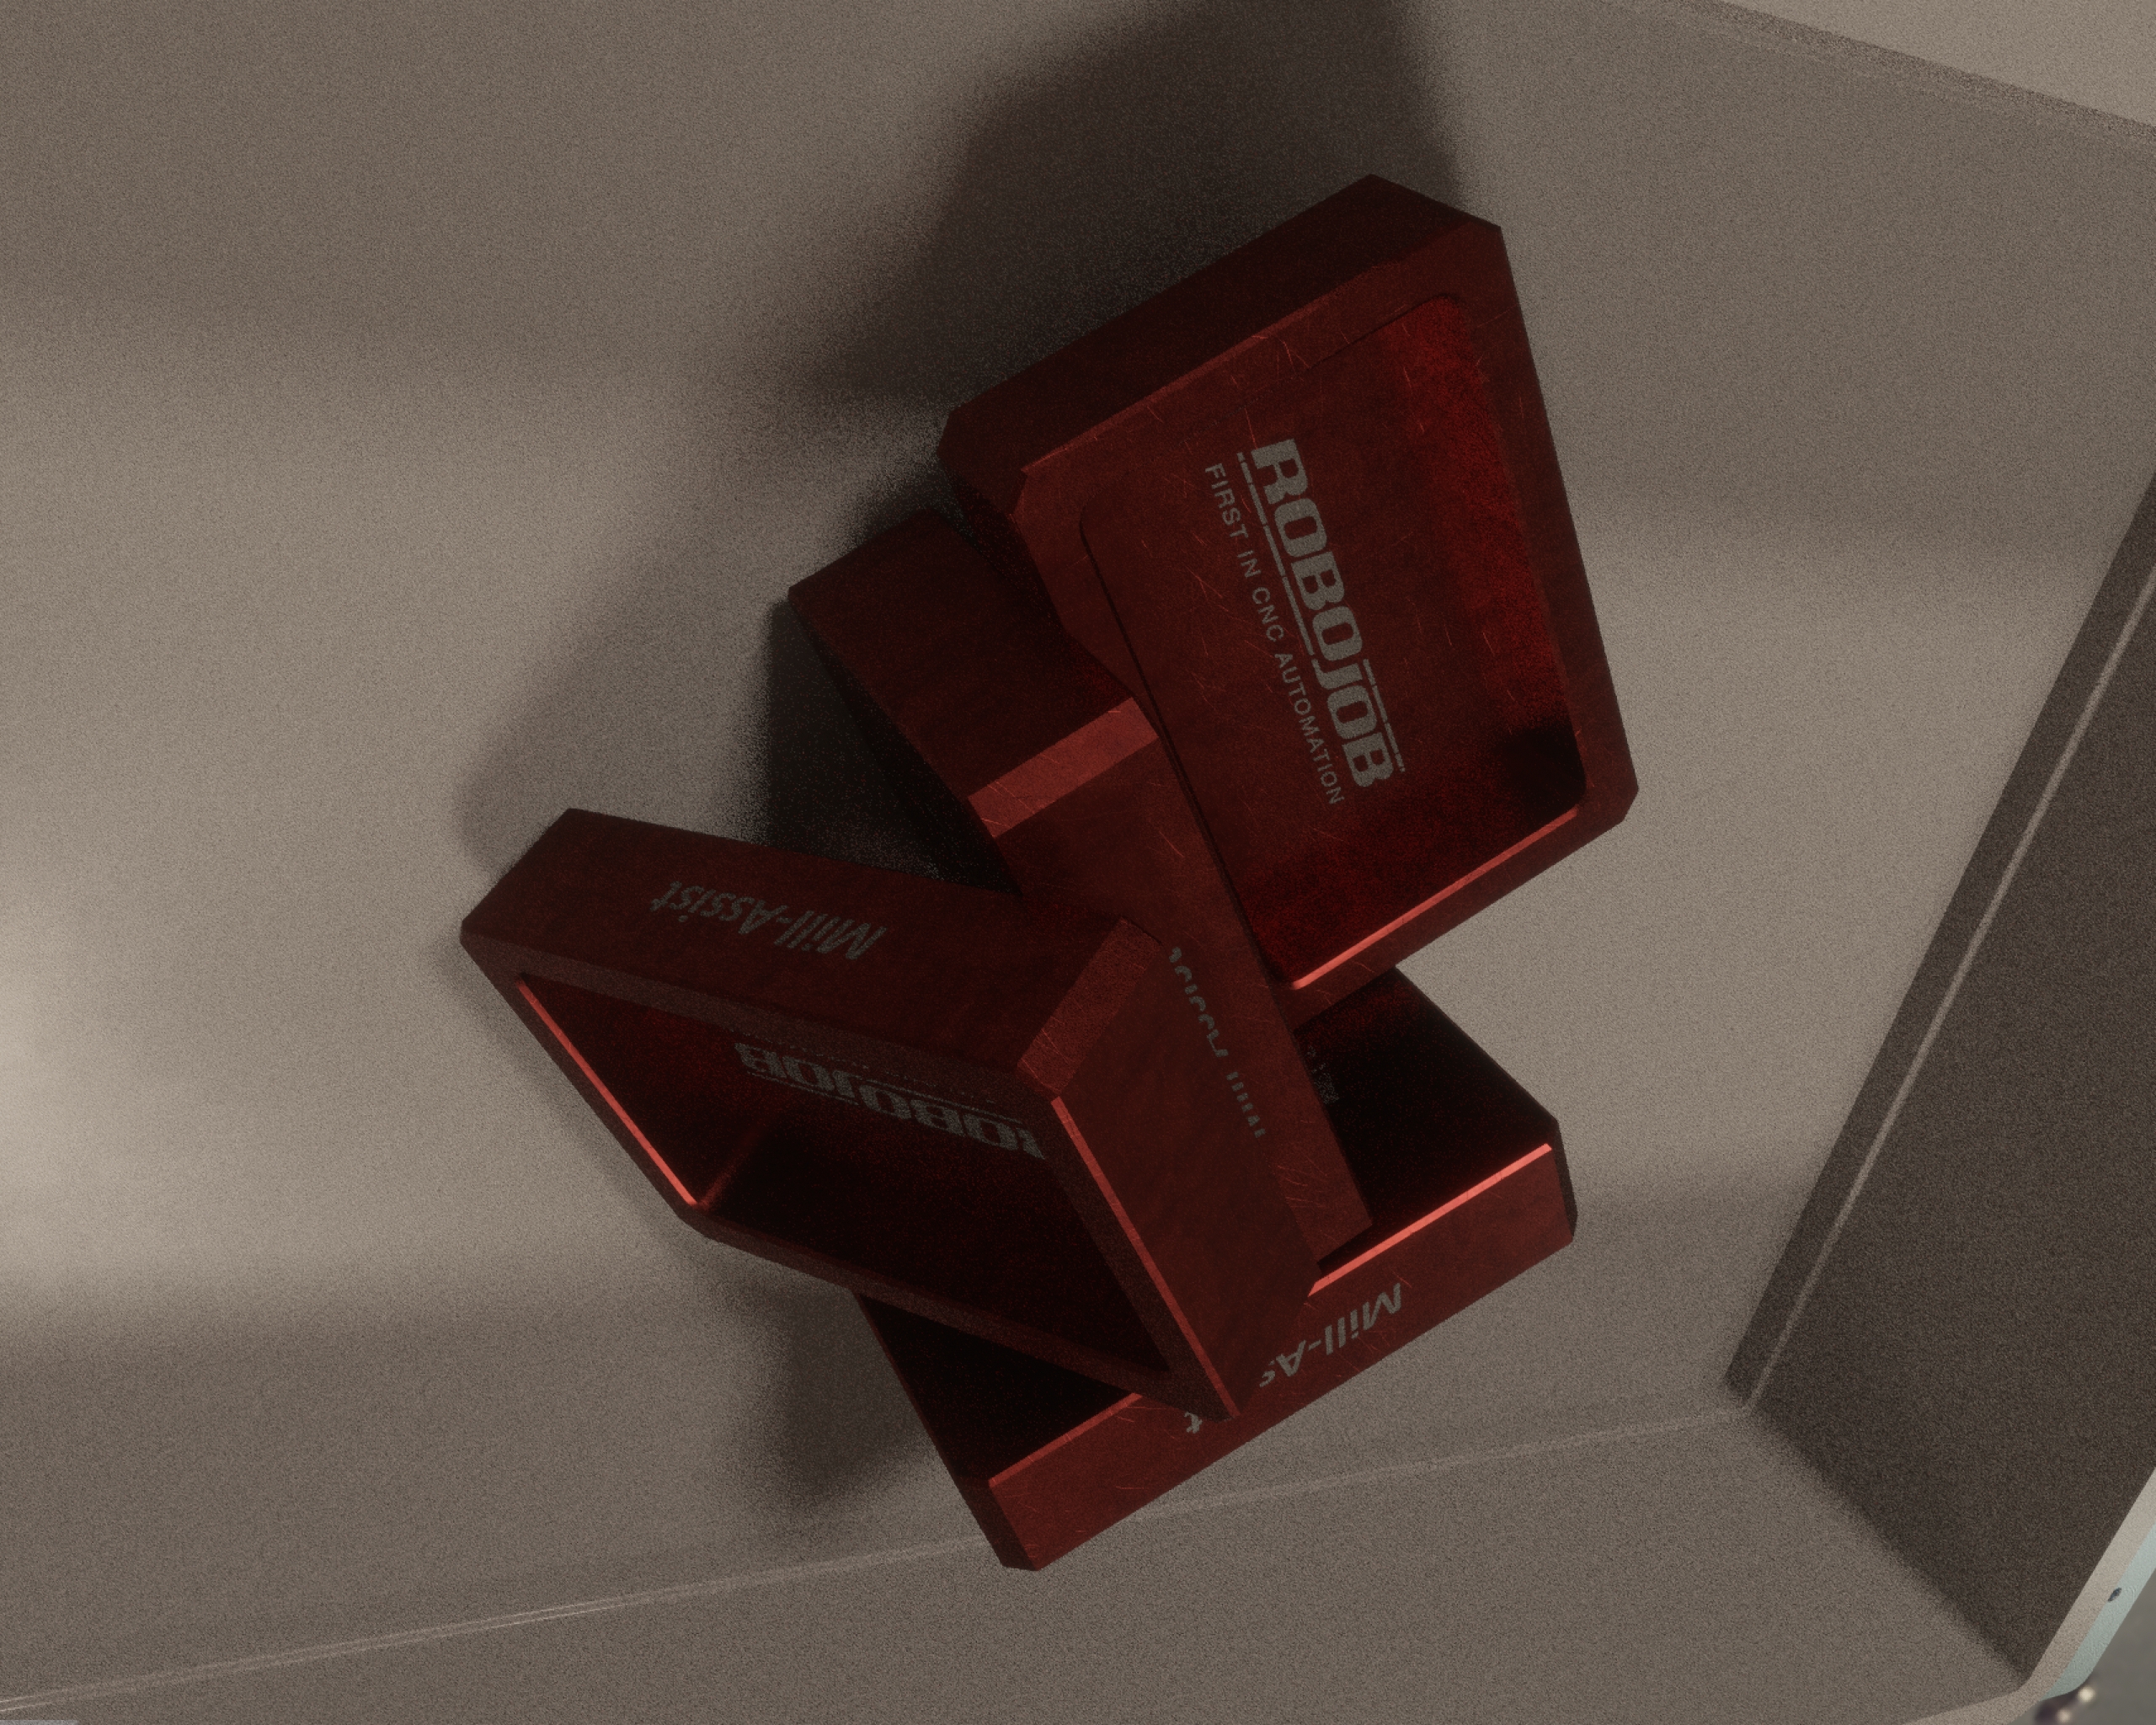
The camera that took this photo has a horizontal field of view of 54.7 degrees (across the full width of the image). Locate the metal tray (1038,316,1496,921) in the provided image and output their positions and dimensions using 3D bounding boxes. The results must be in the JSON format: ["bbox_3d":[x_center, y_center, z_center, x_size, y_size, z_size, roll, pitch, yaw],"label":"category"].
[{"bbox_3d":[0.050,-0.041,0.409,0.090,0.030,0.129,-29,128,-8],"label":"metal tray"}]

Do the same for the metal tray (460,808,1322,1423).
[{"bbox_3d":[-0.033,0.040,0.349,0.030,0.130,0.090,-54,136,-30],"label":"metal tray"}]

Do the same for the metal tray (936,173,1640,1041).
[{"bbox_3d":[0.042,-0.040,0.364,0.090,0.030,0.130,-32,128,-8],"label":"metal tray"}]

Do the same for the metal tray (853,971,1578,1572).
[{"bbox_3d":[0.021,0.071,0.422,0.131,0.090,0.030,-29,129,-11],"label":"metal tray"}]

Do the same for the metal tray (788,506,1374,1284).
[{"bbox_3d":[0.002,0.010,0.372,0.030,0.090,0.130,-32,129,-8],"label":"metal tray"}]
